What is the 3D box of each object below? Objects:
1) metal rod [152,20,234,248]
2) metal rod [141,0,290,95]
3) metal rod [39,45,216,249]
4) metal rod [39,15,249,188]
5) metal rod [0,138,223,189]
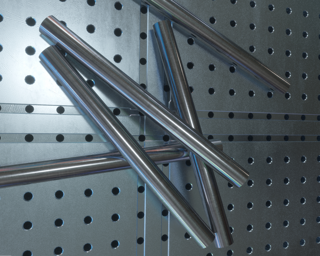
[{"bbox_3d":[0.042,0.005,0.406,0.025,0.025,0.298,-14,86,-20],"label":"metal rod"},{"bbox_3d":[0.069,-0.131,0.439,0.301,0.025,0.025,29,81,-18],"label":"metal rod"},{"bbox_3d":[-0.037,0.025,0.374,0.025,0.025,0.300,-41,94,-16],"label":"metal rod"},{"bbox_3d":[-0.016,-0.029,0.373,0.300,0.025,0.025,38,77,-3],"label":"metal rod"},{"bbox_3d":[-0.057,0.042,0.392,0.303,0.025,0.025,-6,92,-20],"label":"metal rod"}]
